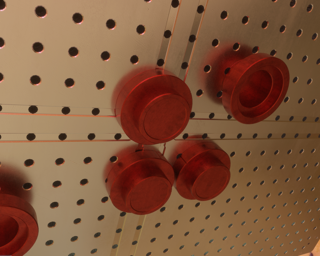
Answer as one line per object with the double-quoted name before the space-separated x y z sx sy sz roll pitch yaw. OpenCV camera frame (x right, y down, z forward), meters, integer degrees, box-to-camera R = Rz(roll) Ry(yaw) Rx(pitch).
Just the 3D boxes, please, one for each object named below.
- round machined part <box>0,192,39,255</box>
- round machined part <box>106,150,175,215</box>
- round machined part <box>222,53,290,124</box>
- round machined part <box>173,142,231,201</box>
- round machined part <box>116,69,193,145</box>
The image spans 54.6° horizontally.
"round machined part" -0.197 0.115 0.363 0.099 0.042 0.097 -14 124 -21
"round machined part" -0.022 0.083 0.439 0.099 0.042 0.097 -14 124 -21
"round machined part" 0.128 -0.058 0.433 0.099 0.042 0.097 -14 124 -21
"round machined part" 0.070 0.074 0.483 0.099 0.042 0.097 -14 124 -21
"round machined part" -0.002 -0.020 0.386 0.099 0.042 0.097 -14 124 -21
